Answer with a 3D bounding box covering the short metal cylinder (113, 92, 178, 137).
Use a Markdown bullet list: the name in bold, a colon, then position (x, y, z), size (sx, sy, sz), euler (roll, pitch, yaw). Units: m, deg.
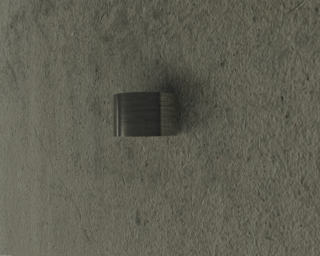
- **short metal cylinder**: position (-0.018, -0.015, 0.384), size (0.080, 0.081, 0.050), euler (-1, 90, 39)
